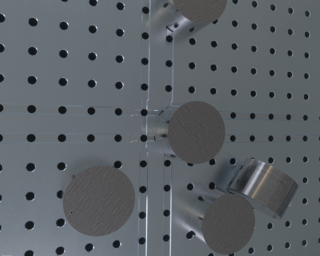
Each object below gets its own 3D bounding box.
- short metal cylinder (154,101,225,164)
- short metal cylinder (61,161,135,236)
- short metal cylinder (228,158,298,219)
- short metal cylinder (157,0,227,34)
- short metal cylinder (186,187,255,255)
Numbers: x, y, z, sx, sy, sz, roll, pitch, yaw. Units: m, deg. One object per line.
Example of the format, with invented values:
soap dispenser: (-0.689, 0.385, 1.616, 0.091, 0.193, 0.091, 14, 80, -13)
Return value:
short metal cylinder: (0.039, 0.005, 0.414, 0.081, 0.050, 0.079, 0, 90, -20)
short metal cylinder: (-0.075, 0.082, 0.372, 0.081, 0.050, 0.079, 0, 90, -20)
short metal cylinder: (0.144, 0.085, 0.437, 0.080, 0.080, 0.050, 37, 79, -17)
short metal cylinder: (0.042, -0.172, 0.414, 0.081, 0.050, 0.079, 0, 90, -20)
short metal cylinder: (0.083, 0.126, 0.430, 0.081, 0.050, 0.079, 0, 90, -20)
